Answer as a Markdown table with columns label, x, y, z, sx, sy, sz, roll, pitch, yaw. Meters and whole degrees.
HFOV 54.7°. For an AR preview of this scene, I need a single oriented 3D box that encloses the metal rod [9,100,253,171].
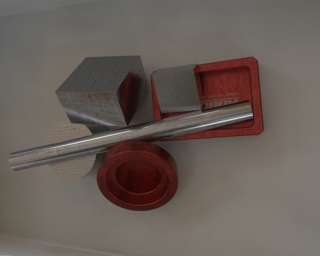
| label | x | y | z | sx | sy | sz | roll | pitch | yaw |
| --- | --- | --- | --- | --- | --- | --- | --- | --- | --- |
| metal rod | -0.041 | 0.011 | 0.378 | 0.301 | 0.025 | 0.025 | -12 | 86 | 8 |

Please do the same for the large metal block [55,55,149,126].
| label | x | y | z | sx | sy | sz | roll | pitch | yaw |
| --- | --- | --- | --- | --- | --- | --- | --- | --- | --- |
| large metal block | -0.070 | -0.049 | 0.395 | 0.080 | 0.080 | 0.050 | 3 | 133 | 20 |

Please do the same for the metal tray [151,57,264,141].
| label | x | y | z | sx | sy | sz | roll | pitch | yaw |
| --- | --- | --- | --- | --- | --- | --- | --- | --- | --- |
| metal tray | 0.057 | -0.032 | 0.385 | 0.130 | 0.030 | 0.089 | -5 | 88 | 19 |

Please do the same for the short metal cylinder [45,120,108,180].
| label | x | y | z | sx | sy | sz | roll | pitch | yaw |
| --- | --- | --- | --- | --- | --- | --- | --- | --- | --- |
| short metal cylinder | -0.111 | 0.029 | 0.432 | 0.080 | 0.050 | 0.079 | 0 | 90 | 19 |

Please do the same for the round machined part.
| label | x | y | z | sx | sy | sz | roll | pitch | yaw |
| --- | --- | --- | --- | --- | --- | --- | --- | --- | --- |
| round machined part | -0.027 | 0.055 | 0.391 | 0.099 | 0.042 | 0.097 | 1 | 122 | 2 |

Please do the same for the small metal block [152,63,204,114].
| label | x | y | z | sx | sy | sz | roll | pitch | yaw |
| --- | --- | --- | --- | --- | --- | --- | --- | --- | --- |
| small metal block | 0.023 | -0.048 | 0.377 | 0.050 | 0.025 | 0.050 | -5 | 115 | 20 |
